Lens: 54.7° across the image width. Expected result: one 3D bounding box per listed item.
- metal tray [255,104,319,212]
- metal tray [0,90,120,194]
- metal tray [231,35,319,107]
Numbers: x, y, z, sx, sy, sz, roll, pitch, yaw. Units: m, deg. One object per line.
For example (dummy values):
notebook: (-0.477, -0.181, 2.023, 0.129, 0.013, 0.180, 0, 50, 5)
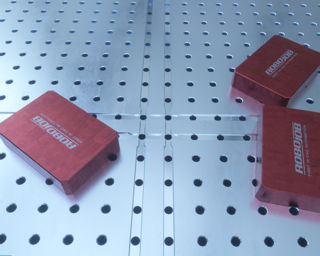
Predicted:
metal tray: (0.168, 0.032, 0.379, 0.090, 0.030, 0.130, 10, 51, 8)
metal tray: (-0.128, 0.012, 0.392, 0.130, 0.030, 0.090, 31, 56, 23)
metal tray: (0.185, -0.090, 0.482, 0.090, 0.030, 0.131, 35, 58, 25)
